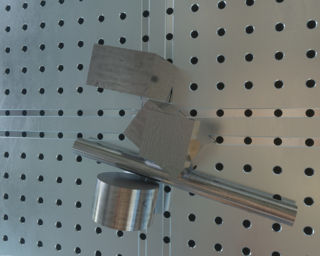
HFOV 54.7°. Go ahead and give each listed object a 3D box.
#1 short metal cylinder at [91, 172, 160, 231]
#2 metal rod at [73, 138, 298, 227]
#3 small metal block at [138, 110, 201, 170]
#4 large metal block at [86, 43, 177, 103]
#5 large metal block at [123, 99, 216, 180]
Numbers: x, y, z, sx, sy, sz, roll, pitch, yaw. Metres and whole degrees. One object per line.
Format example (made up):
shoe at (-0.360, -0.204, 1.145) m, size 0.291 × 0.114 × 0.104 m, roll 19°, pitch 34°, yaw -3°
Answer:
short metal cylinder at (-0.044, 0.091, 0.398) m, size 0.080 × 0.080 × 0.050 m, roll 11°, pitch 94°, yaw 19°
metal rod at (0.018, 0.064, 0.405) m, size 0.301 × 0.025 × 0.025 m, roll 15°, pitch 95°, yaw 19°
small metal block at (0.010, 0.011, 0.323) m, size 0.050 × 0.025 × 0.050 m, roll 14°, pitch 95°, yaw 19°
large metal block at (-0.033, -0.067, 0.394) m, size 0.080 × 0.080 × 0.050 m, roll 14°, pitch 95°, yaw 19°
large metal block at (0.015, 0.012, 0.377) m, size 0.080 × 0.080 × 0.050 m, roll 41°, pitch 103°, yaw 15°
